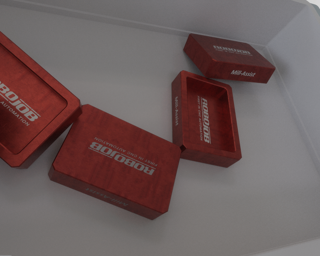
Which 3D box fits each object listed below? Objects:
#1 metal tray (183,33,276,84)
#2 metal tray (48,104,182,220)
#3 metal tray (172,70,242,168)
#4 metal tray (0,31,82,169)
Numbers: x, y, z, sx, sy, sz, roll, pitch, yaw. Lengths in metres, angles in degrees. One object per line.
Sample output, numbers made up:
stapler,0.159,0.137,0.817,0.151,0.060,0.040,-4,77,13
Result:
metal tray,0.115,-0.115,0.515,0.131,0.030,0.090,0,41,-28
metal tray,-0.046,0.038,0.354,0.131,0.030,0.090,25,53,-13
metal tray,0.064,-0.014,0.445,0.091,0.030,0.130,14,56,-21
metal tray,-0.157,-0.032,0.314,0.130,0.030,0.090,41,75,0
